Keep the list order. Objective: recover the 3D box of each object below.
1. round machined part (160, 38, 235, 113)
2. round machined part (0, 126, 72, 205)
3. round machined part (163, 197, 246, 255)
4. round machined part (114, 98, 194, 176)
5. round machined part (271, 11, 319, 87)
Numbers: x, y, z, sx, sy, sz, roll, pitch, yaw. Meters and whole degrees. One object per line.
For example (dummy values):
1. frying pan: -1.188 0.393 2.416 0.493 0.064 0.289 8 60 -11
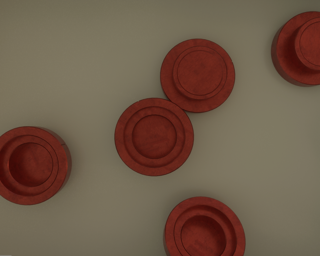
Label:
1. round machined part: 0.050 -0.068 0.404 0.099 0.042 0.097 0 90 -1
2. round machined part: -0.163 0.046 0.401 0.099 0.042 0.097 0 90 -1
3. round machined part: 0.052 0.140 0.388 0.099 0.042 0.098 4 54 -5
4. round machined part: -0.007 0.011 0.403 0.099 0.042 0.097 0 90 -1
5. round machined part: 0.202 -0.105 0.406 0.099 0.042 0.097 0 90 -1
